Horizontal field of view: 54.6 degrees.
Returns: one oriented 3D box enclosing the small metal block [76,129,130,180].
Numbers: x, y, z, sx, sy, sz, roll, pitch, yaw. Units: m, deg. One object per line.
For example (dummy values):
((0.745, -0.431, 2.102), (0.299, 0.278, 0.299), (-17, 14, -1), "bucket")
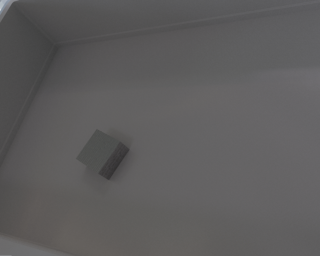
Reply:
((-0.079, 0.036, 0.426), (0.050, 0.025, 0.050), (24, 75, 36), "small metal block")
